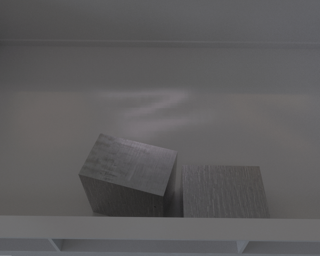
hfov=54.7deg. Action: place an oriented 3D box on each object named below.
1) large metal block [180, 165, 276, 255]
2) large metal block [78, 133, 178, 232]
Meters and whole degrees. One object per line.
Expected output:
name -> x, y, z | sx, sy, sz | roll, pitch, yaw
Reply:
large metal block -> 0.063, 0.086, 0.317 | 0.080, 0.050, 0.080 | 1, 50, 1
large metal block -> -0.029, 0.058, 0.321 | 0.080, 0.080, 0.050 | 13, 51, 10
